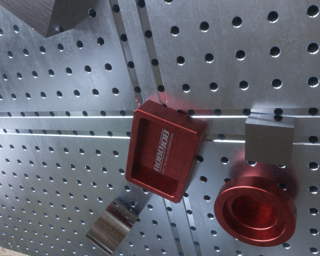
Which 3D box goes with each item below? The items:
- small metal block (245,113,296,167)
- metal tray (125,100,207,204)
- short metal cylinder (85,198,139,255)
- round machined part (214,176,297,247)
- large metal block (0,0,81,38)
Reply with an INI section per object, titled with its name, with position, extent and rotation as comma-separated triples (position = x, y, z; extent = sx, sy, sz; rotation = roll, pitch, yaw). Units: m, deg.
[small metal block]
position = 0.125, 0.013, 0.353
extent = 0.050, 0.025, 0.050
rotation = 7, 122, 25
[metal tray]
position = 0.003, 0.036, 0.428
extent = 0.090, 0.030, 0.129
rotation = 22, 127, 14
[short metal cylinder]
position = -0.080, 0.164, 0.519
extent = 0.050, 0.080, 0.080
rotation = 37, 129, 3
[round machined part]
position = 0.123, 0.101, 0.398
extent = 0.098, 0.042, 0.097
rotation = 13, 124, 21
[large metal block]
position = -0.140, -0.168, 0.365
extent = 0.080, 0.050, 0.080
rotation = 37, 129, 3
